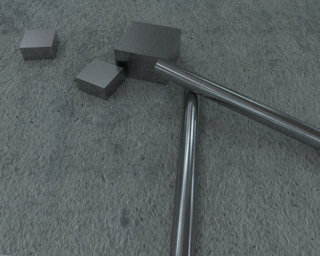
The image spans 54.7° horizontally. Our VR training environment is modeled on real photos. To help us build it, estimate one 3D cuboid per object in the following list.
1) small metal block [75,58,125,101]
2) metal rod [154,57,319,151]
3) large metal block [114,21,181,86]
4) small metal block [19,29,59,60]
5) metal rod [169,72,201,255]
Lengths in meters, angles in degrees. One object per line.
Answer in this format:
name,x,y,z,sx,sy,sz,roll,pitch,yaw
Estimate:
small metal block,-0.089,-0.073,0.464,0.050,0.025,0.050,22,53,17
metal rod,0.129,-0.020,0.401,0.301,0.025,0.025,27,55,13
large metal block,-0.017,-0.119,0.487,0.080,0.050,0.080,13,51,10
small metal block,-0.200,-0.140,0.518,0.050,0.025,0.050,-3,50,-3
metal rod,0.034,0.039,0.371,0.025,0.025,0.300,5,50,4
